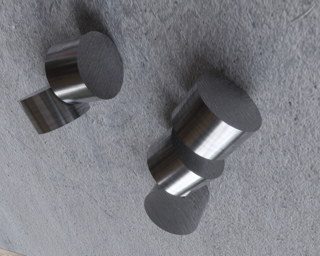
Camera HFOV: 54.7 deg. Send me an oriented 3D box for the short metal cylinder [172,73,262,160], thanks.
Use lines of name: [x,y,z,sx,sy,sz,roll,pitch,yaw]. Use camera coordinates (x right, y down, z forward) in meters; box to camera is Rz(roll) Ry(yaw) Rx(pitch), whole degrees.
short metal cylinder: [0.060,-0.012,0.332,0.080,0.080,0.050,39,129,1]

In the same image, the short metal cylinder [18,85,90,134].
short metal cylinder: [-0.144,-0.033,0.427,0.080,0.080,0.050,-12,112,33]

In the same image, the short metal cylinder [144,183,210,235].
short metal cylinder: [0.025,0.105,0.442,0.080,0.050,0.079,13,124,21]

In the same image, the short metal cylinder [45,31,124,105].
short metal cylinder: [-0.089,-0.071,0.374,0.050,0.080,0.080,-5,116,31]

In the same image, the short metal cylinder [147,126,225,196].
short metal cylinder: [0.031,0.036,0.377,0.080,0.080,0.050,45,129,-3]
